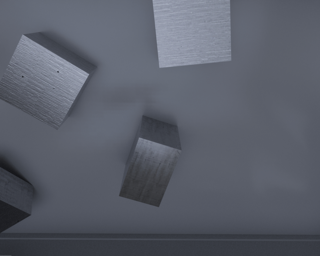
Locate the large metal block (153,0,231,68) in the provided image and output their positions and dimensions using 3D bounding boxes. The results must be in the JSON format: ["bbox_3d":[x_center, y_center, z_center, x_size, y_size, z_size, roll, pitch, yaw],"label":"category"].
[{"bbox_3d":[0.035,-0.117,0.355,0.080,0.050,0.079,-6,110,1],"label":"large metal block"}]

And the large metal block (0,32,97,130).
[{"bbox_3d":[-0.135,-0.058,0.375,0.080,0.050,0.080,31,107,-11],"label":"large metal block"}]

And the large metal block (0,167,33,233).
[{"bbox_3d":[-0.233,0.099,0.415,0.080,0.050,0.080,-31,133,10],"label":"large metal block"}]

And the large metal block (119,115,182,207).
[{"bbox_3d":[-0.012,0.039,0.396,0.050,0.080,0.079,18,109,-7],"label":"large metal block"}]
